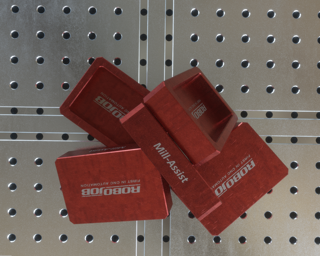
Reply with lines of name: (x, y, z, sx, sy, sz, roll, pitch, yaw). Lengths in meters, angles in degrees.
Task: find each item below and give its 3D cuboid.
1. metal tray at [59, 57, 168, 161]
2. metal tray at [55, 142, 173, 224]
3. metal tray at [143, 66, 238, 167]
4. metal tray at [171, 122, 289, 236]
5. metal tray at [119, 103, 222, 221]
metal tray: (-0.052, -0.020, 0.410, 0.130, 0.030, 0.090, 36, 90, -1)
metal tray: (-0.057, 0.069, 0.386, 0.130, 0.030, 0.089, -8, 101, 14)
metal tray: (0.043, -0.021, 0.362, 0.030, 0.131, 0.090, -38, 90, 28)
metal tray: (0.090, 0.065, 0.411, 0.130, 0.030, 0.090, -41, 91, -1)
metal tray: (0.011, 0.034, 0.350, 0.030, 0.090, 0.130, -38, 91, 0)
